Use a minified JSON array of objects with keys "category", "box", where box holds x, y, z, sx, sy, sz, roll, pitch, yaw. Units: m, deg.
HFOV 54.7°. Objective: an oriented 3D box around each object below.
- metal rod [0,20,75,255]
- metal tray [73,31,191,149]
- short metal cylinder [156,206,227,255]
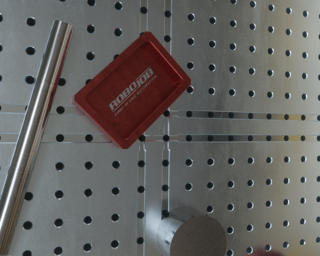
[{"category":"metal rod","box":[-0.152,0.021,0.356,0.025,0.025,0.299,16,84,-20]},{"category":"metal tray","box":[-0.034,-0.048,0.398,0.130,0.030,0.090,-46,105,-14]},{"category":"short metal cylinder","box":[0.041,0.151,0.416,0.081,0.050,0.079,0,90,-20]}]
